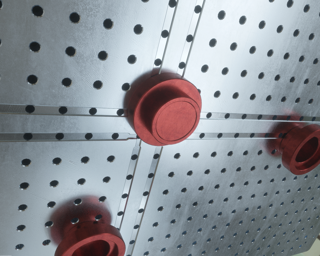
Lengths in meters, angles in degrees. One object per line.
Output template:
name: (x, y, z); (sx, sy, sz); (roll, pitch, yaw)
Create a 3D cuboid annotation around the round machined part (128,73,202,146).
round machined part: (0.012, -0.017, 0.398); (0.099, 0.042, 0.097); (-14, 125, -21)

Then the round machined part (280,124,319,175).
round machined part: (0.262, 0.035, 0.568); (0.099, 0.042, 0.097); (-14, 125, -21)

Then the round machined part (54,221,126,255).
round machined part: (-0.104, 0.176, 0.454); (0.099, 0.042, 0.097); (-14, 125, -21)
